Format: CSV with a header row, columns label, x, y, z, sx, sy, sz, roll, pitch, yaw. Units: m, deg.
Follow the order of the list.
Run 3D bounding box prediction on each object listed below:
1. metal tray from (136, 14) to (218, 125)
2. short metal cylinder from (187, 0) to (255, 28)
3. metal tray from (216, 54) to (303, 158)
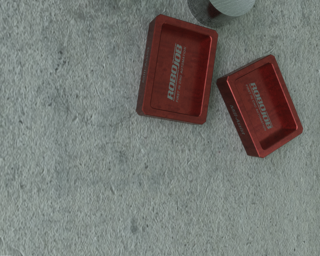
label,x,y,z,sx,sy,sz,roll,pitch,yaw
metal tray,0.024,-0.074,0.415,0.091,0.030,0.129,10,87,-20
short metal cylinder,0.085,-0.186,0.427,0.081,0.050,0.080,0,90,-20
metal tray,0.150,-0.032,0.462,0.091,0.030,0.129,-28,100,-18
